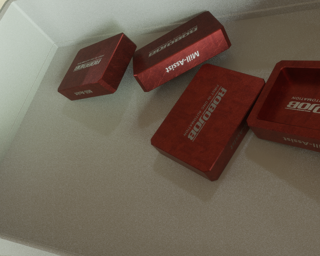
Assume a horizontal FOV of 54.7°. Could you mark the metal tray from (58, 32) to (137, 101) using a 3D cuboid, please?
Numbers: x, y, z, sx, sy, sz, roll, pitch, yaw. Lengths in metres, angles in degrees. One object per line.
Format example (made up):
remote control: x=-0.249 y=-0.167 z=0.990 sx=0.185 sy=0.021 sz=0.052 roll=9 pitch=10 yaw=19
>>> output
metal tray: x=-0.102 y=-0.093 z=0.491 sx=0.130 sy=0.030 sz=0.090 roll=-2 pitch=59 yaw=46

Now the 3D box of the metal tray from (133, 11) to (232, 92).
metal tray: x=0.025 y=-0.110 z=0.438 sx=0.130 sy=0.030 sz=0.090 roll=-27 pitch=32 yaw=11

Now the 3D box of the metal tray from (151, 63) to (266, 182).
metal tray: x=0.060 y=-0.012 z=0.378 sx=0.090 sy=0.030 sz=0.130 roll=26 pitch=76 yaw=37

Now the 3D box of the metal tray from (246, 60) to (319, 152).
metal tray: x=0.164 y=-0.023 z=0.309 sx=0.130 sy=0.030 sz=0.090 roll=16 pitch=70 yaw=49
